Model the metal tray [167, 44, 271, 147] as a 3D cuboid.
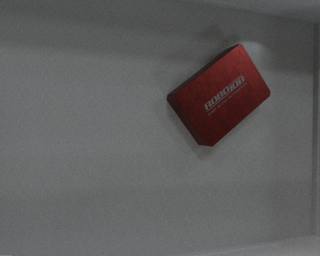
[{"bbox_3d":[0.086,-0.046,0.441,0.131,0.030,0.090,-39,103,-16],"label":"metal tray"}]
